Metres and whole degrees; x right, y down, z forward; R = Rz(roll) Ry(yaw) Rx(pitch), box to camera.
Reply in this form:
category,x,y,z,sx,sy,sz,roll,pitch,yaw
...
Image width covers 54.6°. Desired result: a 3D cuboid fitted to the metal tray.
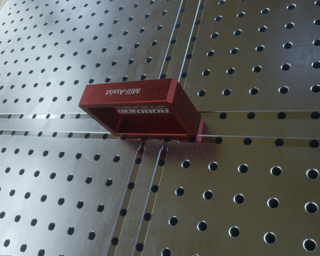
category,x,y,z,sx,sy,sz,roll,pitch,yaw
metal tray,-0.024,-0.021,0.393,0.130,0.090,0.030,0,62,28
